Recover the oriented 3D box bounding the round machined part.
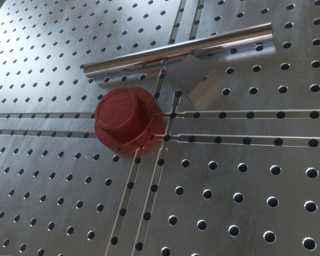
[{"bbox_3d":[-0.052,-0.018,0.436,0.098,0.042,0.098,-13,56,21],"label":"round machined part"}]

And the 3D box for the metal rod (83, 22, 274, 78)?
[{"bbox_3d":[0.012,-0.112,0.470,0.300,0.025,0.025,-6,59,25],"label":"metal rod"}]

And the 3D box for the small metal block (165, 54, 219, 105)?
[{"bbox_3d":[0.044,-0.068,0.427,0.050,0.025,0.050,-46,51,-4],"label":"small metal block"}]
